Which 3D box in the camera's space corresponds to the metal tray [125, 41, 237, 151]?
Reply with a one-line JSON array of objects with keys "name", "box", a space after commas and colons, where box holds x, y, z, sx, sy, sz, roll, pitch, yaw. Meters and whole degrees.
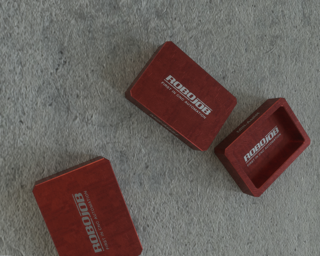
[{"name": "metal tray", "box": [0.031, -0.040, 0.417, 0.130, 0.030, 0.090, 38, 78, -16]}]

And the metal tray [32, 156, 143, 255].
[{"name": "metal tray", "box": [-0.085, 0.110, 0.375, 0.091, 0.030, 0.129, -22, 97, -19]}]

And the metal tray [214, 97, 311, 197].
[{"name": "metal tray", "box": [0.155, 0.027, 0.463, 0.130, 0.030, 0.090, -40, 103, -16]}]
